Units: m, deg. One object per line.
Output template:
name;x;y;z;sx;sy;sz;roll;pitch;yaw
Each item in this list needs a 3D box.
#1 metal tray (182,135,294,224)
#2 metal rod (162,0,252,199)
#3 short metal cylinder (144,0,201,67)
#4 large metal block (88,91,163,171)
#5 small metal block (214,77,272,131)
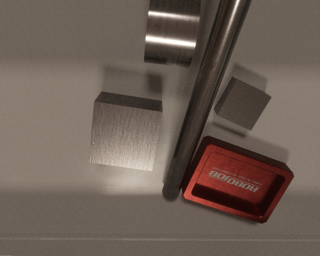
metal tray;0.107;0.074;0.437;0.131;0.030;0.089;20;109;-8
metal rod;0.041;-0.014;0.347;0.025;0.025;0.298;10;133;-4
short metal cylinder;0.012;-0.110;0.342;0.050;0.080;0.079;7;110;-3
large metal block;-0.043;0.003;0.399;0.081;0.050;0.079;9;110;-4
small metal block;0.106;-0.032;0.401;0.050;0.025;0.050;24;108;-9
